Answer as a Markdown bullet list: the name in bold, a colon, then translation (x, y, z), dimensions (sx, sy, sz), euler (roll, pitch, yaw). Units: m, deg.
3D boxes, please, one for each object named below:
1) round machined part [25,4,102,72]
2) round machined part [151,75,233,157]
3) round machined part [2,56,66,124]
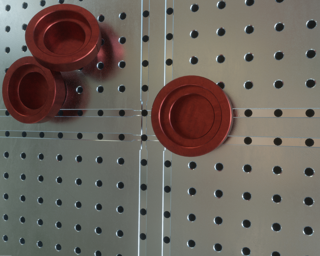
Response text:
- **round machined part**: translation (-0.131, -0.121, 0.434), dimensions (0.099, 0.042, 0.098), euler (1, 70, -3)
- **round machined part**: translation (0.042, -0.014, 0.388), dimensions (0.098, 0.042, 0.097), euler (0, 90, 19)
- **round machined part**: translation (-0.183, -0.056, 0.465), dimensions (0.098, 0.042, 0.097), euler (1, 92, 20)
